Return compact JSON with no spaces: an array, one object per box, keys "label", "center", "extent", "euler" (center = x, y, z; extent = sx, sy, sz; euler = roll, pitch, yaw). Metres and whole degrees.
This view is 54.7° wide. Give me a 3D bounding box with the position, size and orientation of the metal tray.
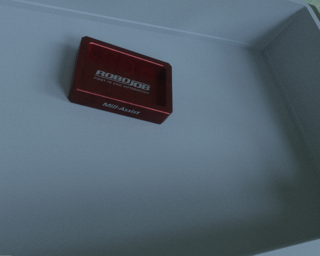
[{"label":"metal tray","center":[-0.048,-0.063,0.415],"extent":[0.131,0.030,0.090],"euler":[14,56,-21]}]
